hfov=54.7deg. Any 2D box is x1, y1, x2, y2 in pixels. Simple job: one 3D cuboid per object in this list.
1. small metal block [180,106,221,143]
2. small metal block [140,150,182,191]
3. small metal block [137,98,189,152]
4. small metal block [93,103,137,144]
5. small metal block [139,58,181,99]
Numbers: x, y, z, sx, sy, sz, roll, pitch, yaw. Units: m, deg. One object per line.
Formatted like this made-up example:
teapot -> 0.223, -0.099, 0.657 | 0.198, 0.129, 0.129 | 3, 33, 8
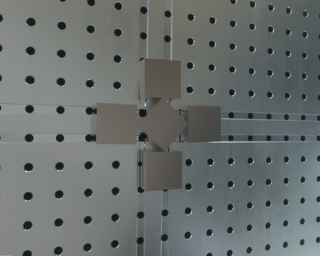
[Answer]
small metal block -> 0.057, -0.006, 0.435 | 0.050, 0.025, 0.050 | 0, 90, -21
small metal block -> 0.002, 0.056, 0.414 | 0.050, 0.025, 0.050 | 0, 90, -21
small metal block -> 0.001, -0.004, 0.413 | 0.050, 0.025, 0.050 | 44, 76, -15
small metal block -> -0.057, -0.005, 0.392 | 0.050, 0.025, 0.050 | 1, 90, -21
small metal block -> 0.000, -0.064, 0.413 | 0.050, 0.025, 0.050 | -1, 90, -21
